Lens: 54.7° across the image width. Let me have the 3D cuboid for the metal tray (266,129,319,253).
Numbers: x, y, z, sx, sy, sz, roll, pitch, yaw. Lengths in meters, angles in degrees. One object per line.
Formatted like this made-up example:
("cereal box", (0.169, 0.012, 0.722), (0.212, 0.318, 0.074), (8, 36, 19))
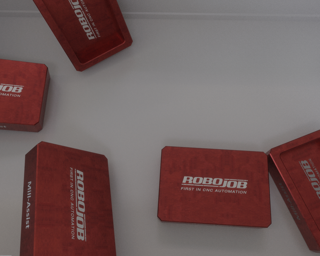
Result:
("metal tray", (0.199, 0.073, 0.381), (0.091, 0.030, 0.130), (-20, 71, -7))

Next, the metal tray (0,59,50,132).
("metal tray", (-0.220, -0.046, 0.408), (0.131, 0.030, 0.090), (5, 70, -11))

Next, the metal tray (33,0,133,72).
("metal tray", (-0.099, -0.147, 0.403), (0.090, 0.130, 0.030), (-30, 50, -6))

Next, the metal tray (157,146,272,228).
("metal tray", (0.065, 0.072, 0.381), (0.131, 0.030, 0.090), (3, 70, 1))

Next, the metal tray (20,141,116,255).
("metal tray", (-0.097, 0.085, 0.334), (0.030, 0.091, 0.130), (-34, 53, 34))
